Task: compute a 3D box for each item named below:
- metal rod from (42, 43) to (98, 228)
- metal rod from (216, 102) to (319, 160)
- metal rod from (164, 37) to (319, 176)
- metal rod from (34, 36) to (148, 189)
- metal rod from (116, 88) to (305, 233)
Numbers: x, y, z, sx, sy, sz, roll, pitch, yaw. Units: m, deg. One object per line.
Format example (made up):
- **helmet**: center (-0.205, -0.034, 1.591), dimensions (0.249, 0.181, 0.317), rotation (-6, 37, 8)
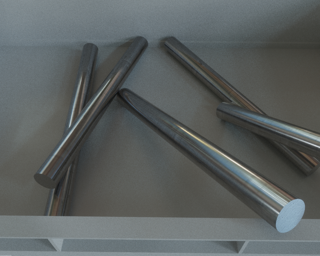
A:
- **metal rod**: center (-0.112, -0.016, 0.417), dimensions (0.025, 0.025, 0.300), rotation (-1, 50, -1)
- **metal rod**: center (0.160, 0.019, 0.305), dimensions (0.025, 0.025, 0.300), rotation (-26, 28, -20)
- **metal rod**: center (0.100, -0.048, 0.445), dimensions (0.025, 0.025, 0.300), rotation (-27, 55, -21)
- **metal rod**: center (-0.075, -0.045, 0.422), dimensions (0.025, 0.025, 0.301), rotation (13, 45, 11)
- **metal rod**: center (0.016, 0.005, 0.321), dimensions (0.025, 0.025, 0.300), rotation (-23, 29, -18)
